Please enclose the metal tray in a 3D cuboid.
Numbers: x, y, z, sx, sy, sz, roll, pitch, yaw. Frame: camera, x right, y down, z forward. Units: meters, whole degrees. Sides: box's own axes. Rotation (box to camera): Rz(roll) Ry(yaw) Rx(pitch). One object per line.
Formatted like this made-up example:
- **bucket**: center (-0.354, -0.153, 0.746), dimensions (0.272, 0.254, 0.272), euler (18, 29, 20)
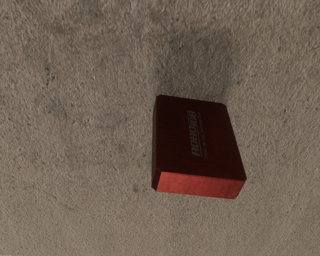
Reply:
- **metal tray**: center (0.038, 0.016, 0.352), dimensions (0.091, 0.130, 0.030), euler (7, 130, -7)
